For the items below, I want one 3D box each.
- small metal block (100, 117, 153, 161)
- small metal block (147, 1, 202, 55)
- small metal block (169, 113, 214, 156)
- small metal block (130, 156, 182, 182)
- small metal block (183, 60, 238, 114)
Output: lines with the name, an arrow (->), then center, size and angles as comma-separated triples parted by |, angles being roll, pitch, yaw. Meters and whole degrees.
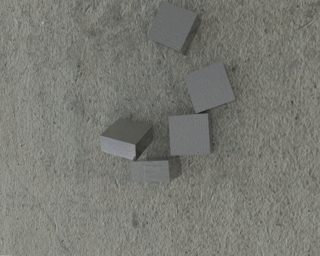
small metal block -> -0.043, 0.013, 0.408 | 0.050, 0.050, 0.025 | 14, 124, 19
small metal block -> 0.019, -0.129, 0.402 | 0.050, 0.025, 0.050 | 28, 99, 17
small metal block -> 0.040, 0.008, 0.395 | 0.050, 0.025, 0.050 | -4, 89, 20
small metal block -> -0.004, 0.052, 0.397 | 0.050, 0.050, 0.025 | -4, 89, 20
small metal block -> 0.063, -0.049, 0.387 | 0.050, 0.025, 0.050 | -20, 84, 19
